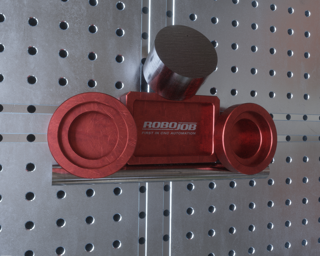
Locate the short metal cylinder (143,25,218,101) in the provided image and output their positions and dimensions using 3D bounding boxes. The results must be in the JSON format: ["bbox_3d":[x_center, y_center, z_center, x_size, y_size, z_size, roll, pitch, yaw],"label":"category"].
[{"bbox_3d":[0.024,-0.081,0.389,0.081,0.050,0.080,9,61,-16],"label":"short metal cylinder"}]

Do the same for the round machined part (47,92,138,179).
[{"bbox_3d":[-0.078,0.009,0.366,0.099,0.042,0.097,1,87,-12],"label":"round machined part"}]

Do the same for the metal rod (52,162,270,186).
[{"bbox_3d":[0.015,0.059,0.414,0.302,0.025,0.025,2,90,-20],"label":"metal rod"}]

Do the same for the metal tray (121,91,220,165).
[{"bbox_3d":[0.015,0.001,0.411,0.131,0.030,0.089,1,90,-21],"label":"metal tray"}]

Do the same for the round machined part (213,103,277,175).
[{"bbox_3d":[0.114,0.015,0.436,0.099,0.042,0.097,1,88,-28],"label":"round machined part"}]
